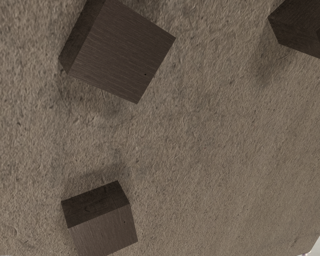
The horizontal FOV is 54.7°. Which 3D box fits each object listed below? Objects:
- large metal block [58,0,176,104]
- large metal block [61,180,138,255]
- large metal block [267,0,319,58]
[{"bbox_3d":[-0.045,-0.082,0.317,0.080,0.050,0.080,21,107,-37],"label":"large metal block"},{"bbox_3d":[-0.082,0.130,0.428,0.081,0.050,0.079,-19,126,-18],"label":"large metal block"},{"bbox_3d":[0.203,-0.143,0.396,0.080,0.080,0.050,-44,130,2],"label":"large metal block"}]
